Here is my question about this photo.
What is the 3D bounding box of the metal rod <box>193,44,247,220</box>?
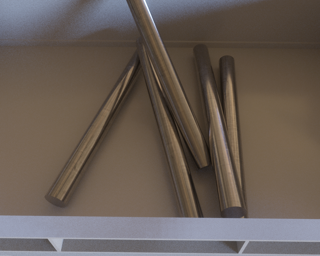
[{"bbox_3d":[0.069,-0.023,0.407,0.025,0.025,0.300,-1,45,-1],"label":"metal rod"}]

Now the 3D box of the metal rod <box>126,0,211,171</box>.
[{"bbox_3d":[0.001,-0.089,0.404,0.025,0.025,0.299,-18,76,-14],"label":"metal rod"}]

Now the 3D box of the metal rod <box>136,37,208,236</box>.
[{"bbox_3d":[0.005,-0.014,0.400,0.025,0.025,0.299,-9,56,-8],"label":"metal rod"}]

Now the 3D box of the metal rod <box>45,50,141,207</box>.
[{"bbox_3d":[-0.067,-0.029,0.428,0.025,0.025,0.300,14,51,11],"label":"metal rod"}]

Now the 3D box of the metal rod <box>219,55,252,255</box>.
[{"bbox_3d":[0.091,0.008,0.398,0.025,0.025,0.300,4,50,4],"label":"metal rod"}]
